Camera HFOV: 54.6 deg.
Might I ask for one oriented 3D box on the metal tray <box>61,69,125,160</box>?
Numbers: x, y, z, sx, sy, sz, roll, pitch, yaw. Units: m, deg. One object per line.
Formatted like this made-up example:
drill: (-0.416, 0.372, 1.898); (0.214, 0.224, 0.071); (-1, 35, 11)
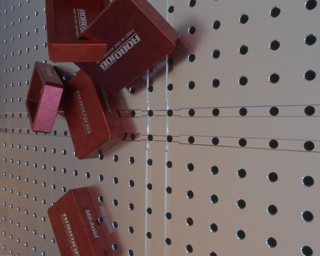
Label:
metal tray: (-0.114, -0.025, 0.502); (0.090, 0.030, 0.130); (-32, 70, 35)

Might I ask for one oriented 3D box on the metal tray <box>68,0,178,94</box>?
metal tray: (-0.052, -0.110, 0.412); (0.130, 0.090, 0.030); (-30, 31, 36)

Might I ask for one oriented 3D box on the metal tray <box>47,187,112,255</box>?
metal tray: (-0.139, 0.178, 0.522); (0.090, 0.030, 0.130); (-40, 66, 32)

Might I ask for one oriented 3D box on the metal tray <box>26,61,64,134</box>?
metal tray: (-0.209, -0.058, 0.554); (0.130, 0.030, 0.089); (45, 119, 52)

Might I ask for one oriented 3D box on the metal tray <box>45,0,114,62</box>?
metal tray: (-0.111, -0.148, 0.437); (0.030, 0.091, 0.130); (107, 153, -51)
